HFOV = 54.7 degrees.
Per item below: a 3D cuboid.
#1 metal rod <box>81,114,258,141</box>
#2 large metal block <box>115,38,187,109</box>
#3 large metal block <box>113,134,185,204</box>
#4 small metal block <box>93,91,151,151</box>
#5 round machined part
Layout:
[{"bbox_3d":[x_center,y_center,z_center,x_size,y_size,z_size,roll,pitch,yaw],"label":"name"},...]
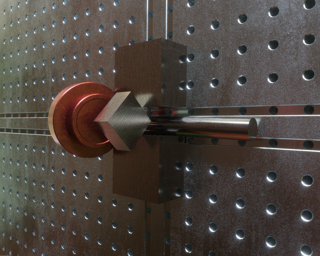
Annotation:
[{"bbox_3d":[-0.017,-0.004,0.423,0.300,0.025,0.025,3,92,40],"label":"metal rod"},{"bbox_3d":[-0.013,-0.066,0.404,0.080,0.050,0.079,1,91,40],"label":"large metal block"},{"bbox_3d":[-0.016,0.048,0.406,0.080,0.050,0.079,2,91,40],"label":"large metal block"},{"bbox_3d":[-0.044,-0.008,0.372,0.025,0.050,0.050,1,47,40],"label":"small metal block"},{"bbox_3d":[-0.087,-0.010,0.396,0.042,0.099,0.097,7,95,54],"label":"round machined part"}]
